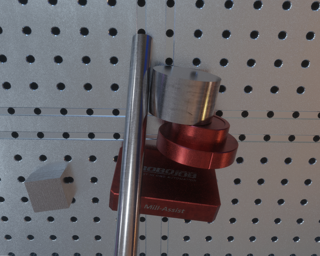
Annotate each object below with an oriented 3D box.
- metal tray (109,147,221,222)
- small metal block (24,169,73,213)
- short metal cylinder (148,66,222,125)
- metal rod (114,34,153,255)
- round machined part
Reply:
[{"bbox_3d":[0.007,0.070,0.402,0.131,0.090,0.030,8,124,-4],"label":"metal tray"},{"bbox_3d":[-0.158,0.090,0.444,0.050,0.025,0.050,-8,110,2],"label":"small metal block"},{"bbox_3d":[0.028,-0.041,0.369,0.081,0.080,0.050,8,110,-4],"label":"short metal cylinder"},{"bbox_3d":[-0.030,0.038,0.347,0.025,0.025,0.299,4,79,-2],"label":"metal rod"},{"bbox_3d":[0.047,0.008,0.378,0.099,0.098,0.042,8,110,-4],"label":"round machined part"}]
